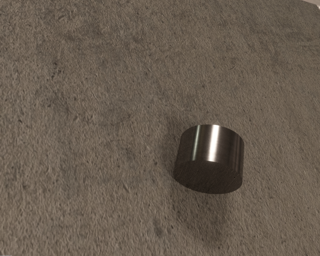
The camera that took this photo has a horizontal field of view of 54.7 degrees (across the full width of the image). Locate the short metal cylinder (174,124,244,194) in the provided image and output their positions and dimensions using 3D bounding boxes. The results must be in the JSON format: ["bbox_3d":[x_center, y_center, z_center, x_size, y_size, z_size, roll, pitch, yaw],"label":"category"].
[{"bbox_3d":[0.061,0.040,0.379,0.080,0.080,0.050,25,53,-14],"label":"short metal cylinder"}]
